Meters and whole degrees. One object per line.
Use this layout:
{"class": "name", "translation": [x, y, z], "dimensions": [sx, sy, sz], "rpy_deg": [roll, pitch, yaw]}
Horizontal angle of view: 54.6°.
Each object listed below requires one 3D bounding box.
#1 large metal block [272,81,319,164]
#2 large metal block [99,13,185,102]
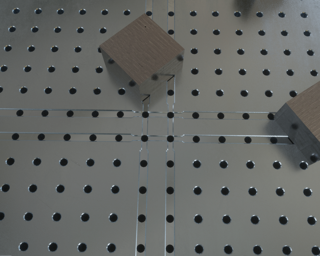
{"class": "large metal block", "translation": [0.212, -0.012, 0.404], "dimensions": [0.080, 0.050, 0.080], "rpy_deg": [-31, 73, -11]}
{"class": "large metal block", "translation": [-0.024, -0.098, 0.434], "dimensions": [0.080, 0.050, 0.080], "rpy_deg": [-41, 75, -13]}
